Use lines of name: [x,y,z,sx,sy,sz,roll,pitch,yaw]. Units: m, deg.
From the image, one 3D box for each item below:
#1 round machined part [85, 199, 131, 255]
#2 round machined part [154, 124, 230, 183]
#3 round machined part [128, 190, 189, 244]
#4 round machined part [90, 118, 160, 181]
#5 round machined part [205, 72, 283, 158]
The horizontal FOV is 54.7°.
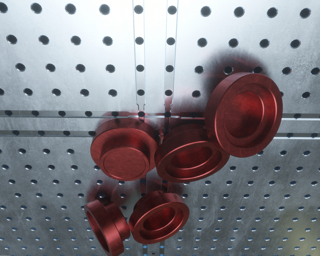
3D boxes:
round machined part: [-0.084,0.161,0.512,0.042,0.098,0.097,-26,136,-26]
round machined part: [0.040,0.031,0.417,0.099,0.042,0.097,-9,142,-7]
round machined part: [-0.005,0.141,0.506,0.099,0.042,0.097,-15,131,-18]
round machined part: [-0.048,0.037,0.431,0.099,0.042,0.097,0,130,0]
round machined part: [0.094,-0.017,0.367,0.099,0.042,0.097,-7,107,-25]
